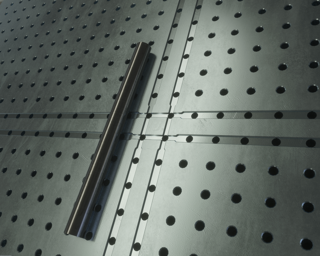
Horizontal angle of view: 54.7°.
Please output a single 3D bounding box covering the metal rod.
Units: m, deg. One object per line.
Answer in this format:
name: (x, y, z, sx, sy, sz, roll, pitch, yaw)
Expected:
metal rod: (-0.066, 0.001, 0.440, 0.025, 0.025, 0.300, 3, 63, 29)
